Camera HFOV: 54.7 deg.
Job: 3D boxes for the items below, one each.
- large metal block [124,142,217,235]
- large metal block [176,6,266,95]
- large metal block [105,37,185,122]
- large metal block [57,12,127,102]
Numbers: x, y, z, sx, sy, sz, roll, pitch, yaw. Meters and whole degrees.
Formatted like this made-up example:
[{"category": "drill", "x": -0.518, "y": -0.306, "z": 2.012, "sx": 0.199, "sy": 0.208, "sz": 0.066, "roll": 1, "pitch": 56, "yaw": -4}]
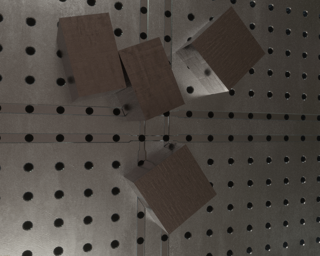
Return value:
[{"category": "large metal block", "x": 0.013, "y": 0.075, "z": 0.405, "sx": 0.080, "sy": 0.050, "sz": 0.080, "roll": -36, "pitch": 102, "yaw": -17}, {"category": "large metal block", "x": 0.084, "y": -0.105, "z": 0.432, "sx": 0.080, "sy": 0.050, "sz": 0.080, "roll": -45, "pitch": 105, "yaw": -15}, {"category": "large metal block", "x": -0.022, "y": -0.055, "z": 0.376, "sx": 0.050, "sy": 0.080, "sz": 0.080, "roll": -24, "pitch": 99, "yaw": -19}, {"category": "large metal block", "x": -0.081, "y": -0.076, "z": 0.354, "sx": 0.050, "sy": 0.080, "sz": 0.080, "roll": -15, "pitch": 95, "yaw": -20}]
